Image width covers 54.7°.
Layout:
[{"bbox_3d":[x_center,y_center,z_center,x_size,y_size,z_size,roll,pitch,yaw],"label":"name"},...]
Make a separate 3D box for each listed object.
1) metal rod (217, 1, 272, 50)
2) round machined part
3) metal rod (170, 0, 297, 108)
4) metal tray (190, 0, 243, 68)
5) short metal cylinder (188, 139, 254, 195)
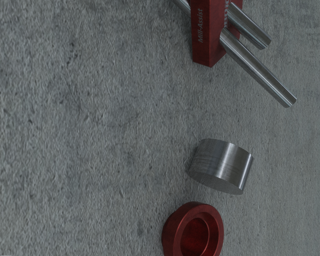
[{"bbox_3d":[0.044,-0.190,0.399,0.301,0.025,0.025,27,73,-30],"label":"metal rod"},{"bbox_3d":[0.041,0.150,0.428,0.099,0.042,0.097,0,90,-40],"label":"round machined part"},{"bbox_3d":[0.098,-0.125,0.448,0.301,0.025,0.025,36,67,-22],"label":"metal rod"},{"bbox_3d":[0.080,-0.162,0.430,0.090,0.030,0.129,-45,146,-30],"label":"metal tray"},{"bbox_3d":[0.086,0.056,0.441,0.080,0.080,0.050,37,68,-34],"label":"short metal cylinder"}]
